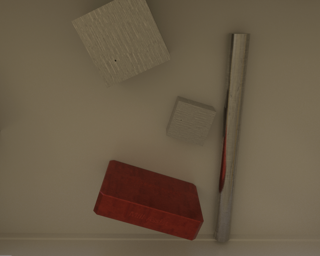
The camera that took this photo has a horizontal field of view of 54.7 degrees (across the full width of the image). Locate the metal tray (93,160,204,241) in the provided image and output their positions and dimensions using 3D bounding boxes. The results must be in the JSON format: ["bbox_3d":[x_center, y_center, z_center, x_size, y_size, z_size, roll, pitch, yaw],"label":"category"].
[{"bbox_3d":[-0.013,0.092,0.410,0.131,0.090,0.030,18,109,-7],"label":"metal tray"}]

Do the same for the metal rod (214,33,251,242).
[{"bbox_3d":[0.095,0.026,0.422,0.025,0.025,0.298,0,110,-1],"label":"metal rod"}]

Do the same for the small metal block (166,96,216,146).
[{"bbox_3d":[0.040,-0.009,0.409,0.050,0.025,0.050,16,109,-7],"label":"small metal block"}]

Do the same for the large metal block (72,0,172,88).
[{"bbox_3d":[-0.041,-0.104,0.359,0.080,0.050,0.080,-23,109,8],"label":"large metal block"}]
